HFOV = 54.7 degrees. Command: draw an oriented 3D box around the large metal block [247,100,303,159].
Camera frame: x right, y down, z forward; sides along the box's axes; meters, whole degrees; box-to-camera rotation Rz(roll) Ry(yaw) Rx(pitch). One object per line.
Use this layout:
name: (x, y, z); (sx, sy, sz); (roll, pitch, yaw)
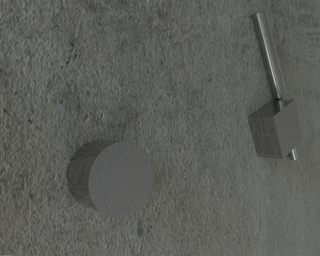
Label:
large metal block: (0.212, 0.001, 0.566); (0.081, 0.050, 0.080); (-30, 109, -36)

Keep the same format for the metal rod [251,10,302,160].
metal rod: (0.228, -0.073, 0.595); (0.025, 0.025, 0.299); (-34, 111, -35)

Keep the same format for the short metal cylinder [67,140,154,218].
short metal cylinder: (-0.054, 0.053, 0.343); (0.081, 0.050, 0.079); (0, 90, -40)
